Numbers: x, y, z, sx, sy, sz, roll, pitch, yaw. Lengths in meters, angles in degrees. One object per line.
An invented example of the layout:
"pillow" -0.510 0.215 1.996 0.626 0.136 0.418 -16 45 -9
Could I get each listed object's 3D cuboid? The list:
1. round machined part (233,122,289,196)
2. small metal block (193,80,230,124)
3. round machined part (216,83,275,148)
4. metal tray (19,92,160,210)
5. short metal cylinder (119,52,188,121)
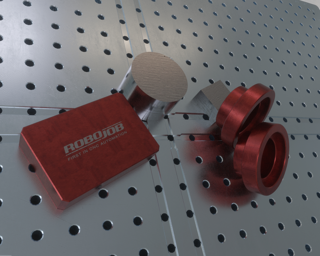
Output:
"round machined part" 0.137 0.040 0.426 0.099 0.042 0.097 -11 105 -45
"small metal block" 0.088 -0.041 0.481 0.050 0.025 0.050 -30 78 -38
"round machined part" 0.118 -0.021 0.444 0.042 0.097 0.099 37 46 28
"metal tray" -0.076 0.020 0.352 0.131 0.030 0.090 -27 77 -37
"short metal cylinder" -0.010 -0.056 0.421 0.081 0.050 0.080 14 56 -21
